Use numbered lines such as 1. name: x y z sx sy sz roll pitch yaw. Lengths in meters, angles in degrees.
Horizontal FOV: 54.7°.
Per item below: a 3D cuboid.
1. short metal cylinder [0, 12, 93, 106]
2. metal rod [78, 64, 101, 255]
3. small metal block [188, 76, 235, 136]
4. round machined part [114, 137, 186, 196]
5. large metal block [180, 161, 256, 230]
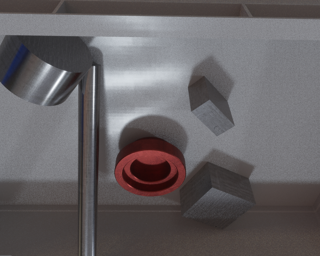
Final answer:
1. short metal cylinder: -0.117 -0.069 0.313 0.080 0.080 0.050 31 123 -24
2. metal rod: -0.091 0.070 0.394 0.025 0.025 0.298 4 107 -4
3. small metal block: 0.061 -0.026 0.371 0.025 0.050 0.050 -34 123 25
4. round machined part: -0.013 0.051 0.441 0.099 0.042 0.097 -1 130 0
5. large metal block: 0.088 0.108 0.486 0.080 0.050 0.080 24 126 -19
